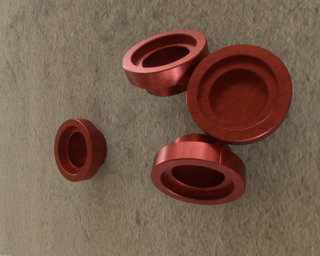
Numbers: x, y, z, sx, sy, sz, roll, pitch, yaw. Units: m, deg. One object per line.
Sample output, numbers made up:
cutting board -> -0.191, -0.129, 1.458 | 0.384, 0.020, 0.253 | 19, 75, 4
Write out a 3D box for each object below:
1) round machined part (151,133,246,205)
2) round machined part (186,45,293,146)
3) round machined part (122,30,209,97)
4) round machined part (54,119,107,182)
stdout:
round machined part -> 0.042, 0.042, 0.334 | 0.098, 0.098, 0.042 | -22, 41, 37
round machined part -> 0.079, -0.030, 0.312 | 0.098, 0.042, 0.098 | -5, 75, 18
round machined part -> 0.009, -0.073, 0.361 | 0.098, 0.098, 0.042 | 17, 140, 38
round machined part -> -0.122, 0.034, 0.492 | 0.098, 0.042, 0.097 | 0, 90, 39
